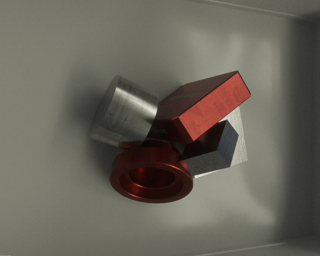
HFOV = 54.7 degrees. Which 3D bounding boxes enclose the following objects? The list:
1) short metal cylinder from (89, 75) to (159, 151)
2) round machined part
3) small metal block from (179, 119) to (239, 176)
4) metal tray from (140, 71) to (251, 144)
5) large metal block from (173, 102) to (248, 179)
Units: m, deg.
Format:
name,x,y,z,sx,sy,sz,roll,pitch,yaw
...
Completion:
name,x,y,z,sx,sy,sz,roll,pitch,yaw
short metal cylinder,-0.043,-0.016,0.364,0.050,0.080,0.080,24,82,-19
round machined part,-0.009,0.051,0.378,0.099,0.097,0.042,22,47,-19
small metal block,0.055,0.022,0.345,0.025,0.050,0.050,50,43,-21
metal tray,0.032,-0.023,0.366,0.090,0.130,0.030,-37,103,-17
large metal block,0.063,0.012,0.412,0.081,0.050,0.079,-15,100,-20
